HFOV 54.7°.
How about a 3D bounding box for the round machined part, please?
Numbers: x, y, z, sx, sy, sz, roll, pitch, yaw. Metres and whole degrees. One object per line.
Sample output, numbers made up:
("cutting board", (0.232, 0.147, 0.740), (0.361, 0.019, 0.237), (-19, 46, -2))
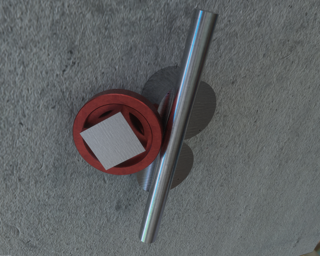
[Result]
("round machined part", (-0.046, 0.002, 0.357), (0.099, 0.042, 0.097), (1, 112, 2))

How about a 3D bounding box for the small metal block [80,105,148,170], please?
("small metal block", (-0.049, 0.010, 0.335), (0.050, 0.025, 0.050), (-27, 108, 13))

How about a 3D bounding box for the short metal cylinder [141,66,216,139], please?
("short metal cylinder", (0.022, -0.031, 0.385), (0.081, 0.050, 0.079), (-14, 124, -21))

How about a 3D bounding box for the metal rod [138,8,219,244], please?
("metal rod", (0.014, 0.018, 0.363), (0.025, 0.025, 0.298), (-1, 119, -28))

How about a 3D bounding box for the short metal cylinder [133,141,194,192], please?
("short metal cylinder", (-0.002, 0.039, 0.415), (0.081, 0.050, 0.079), (-14, 123, -21))
